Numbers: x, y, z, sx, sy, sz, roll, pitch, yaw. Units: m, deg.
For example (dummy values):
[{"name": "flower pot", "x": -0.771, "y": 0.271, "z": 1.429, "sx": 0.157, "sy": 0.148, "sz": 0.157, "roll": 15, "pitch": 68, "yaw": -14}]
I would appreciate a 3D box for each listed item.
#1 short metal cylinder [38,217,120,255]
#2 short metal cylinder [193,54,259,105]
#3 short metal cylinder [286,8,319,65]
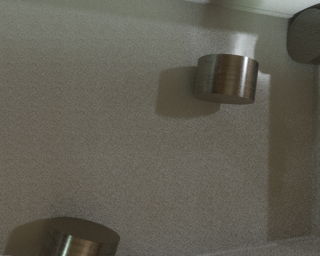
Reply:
[{"name": "short metal cylinder", "x": -0.091, "y": 0.138, "z": 0.348, "sx": 0.081, "sy": 0.080, "sz": 0.050, "roll": 19, "pitch": 84, "yaw": -20}, {"name": "short metal cylinder", "x": 0.088, "y": -0.063, "z": 0.415, "sx": 0.081, "sy": 0.080, "sz": 0.050, "roll": 8, "pitch": 87, "yaw": -20}, {"name": "short metal cylinder", "x": 0.243, "y": -0.137, "z": 0.473, "sx": 0.050, "sy": 0.080, "sz": 0.079, "roll": 1, "pitch": 90, "yaw": -20}]
